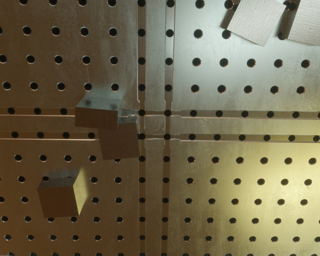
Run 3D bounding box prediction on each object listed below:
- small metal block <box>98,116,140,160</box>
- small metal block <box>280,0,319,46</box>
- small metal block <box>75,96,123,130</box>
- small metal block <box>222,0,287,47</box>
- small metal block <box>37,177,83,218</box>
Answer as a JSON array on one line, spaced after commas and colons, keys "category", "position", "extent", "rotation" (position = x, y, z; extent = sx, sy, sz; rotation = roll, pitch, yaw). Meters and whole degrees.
[{"category": "small metal block", "position": [-0.054, 0.014, 0.418], "extent": [0.050, 0.025, 0.050], "rotation": [-5, 110, 1]}, {"category": "small metal block", "position": [0.180, -0.127, 0.369], "extent": [0.050, 0.025, 0.050], "rotation": [11, 110, -5]}, {"category": "small metal block", "position": [-0.076, -0.020, 0.392], "extent": [0.050, 0.050, 0.025], "rotation": [5, 110, -3]}, {"category": "small metal block", "position": [0.110, -0.131, 0.367], "extent": [0.050, 0.025, 0.050], "rotation": [22, 108, -9]}, {"category": "small metal block", "position": [-0.144, 0.101, 0.449], "extent": [0.050, 0.025, 0.050], "rotation": [-4, 110, 1]}]
